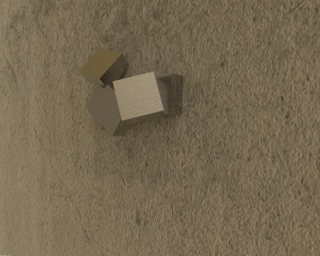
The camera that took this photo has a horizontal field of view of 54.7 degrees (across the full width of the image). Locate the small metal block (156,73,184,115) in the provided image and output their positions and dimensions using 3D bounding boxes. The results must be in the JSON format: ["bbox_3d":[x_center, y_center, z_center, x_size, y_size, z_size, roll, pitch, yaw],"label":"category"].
[{"bbox_3d":[0.002,-0.043,0.403,0.050,0.025,0.050,3,92,39],"label":"small metal block"}]

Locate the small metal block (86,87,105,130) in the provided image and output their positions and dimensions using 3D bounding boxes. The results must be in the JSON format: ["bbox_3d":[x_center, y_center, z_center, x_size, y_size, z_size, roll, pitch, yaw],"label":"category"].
[{"bbox_3d":[-0.080,-0.032,0.469,0.050,0.025,0.050,-52,60,27],"label":"small metal block"}]

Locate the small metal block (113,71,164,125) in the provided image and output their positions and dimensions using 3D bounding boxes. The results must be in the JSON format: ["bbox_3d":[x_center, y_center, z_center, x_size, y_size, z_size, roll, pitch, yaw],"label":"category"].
[{"bbox_3d":[-0.026,-0.036,0.377,0.050,0.025,0.050,-14,78,-2],"label":"small metal block"}]

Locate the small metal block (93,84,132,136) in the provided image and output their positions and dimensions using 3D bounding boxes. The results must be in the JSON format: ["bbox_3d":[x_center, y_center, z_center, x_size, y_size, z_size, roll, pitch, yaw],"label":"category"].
[{"bbox_3d":[-0.058,-0.024,0.418,0.050,0.025,0.050,45,117,30],"label":"small metal block"}]

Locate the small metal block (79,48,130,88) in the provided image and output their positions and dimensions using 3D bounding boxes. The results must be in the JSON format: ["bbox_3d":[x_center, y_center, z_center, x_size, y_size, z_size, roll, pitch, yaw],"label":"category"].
[{"bbox_3d":[-0.082,-0.088,0.457,0.050,0.025,0.050,24,68,37],"label":"small metal block"}]
